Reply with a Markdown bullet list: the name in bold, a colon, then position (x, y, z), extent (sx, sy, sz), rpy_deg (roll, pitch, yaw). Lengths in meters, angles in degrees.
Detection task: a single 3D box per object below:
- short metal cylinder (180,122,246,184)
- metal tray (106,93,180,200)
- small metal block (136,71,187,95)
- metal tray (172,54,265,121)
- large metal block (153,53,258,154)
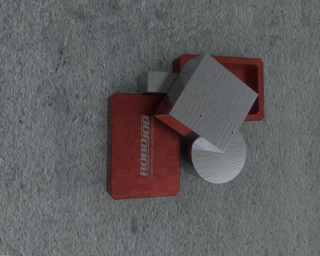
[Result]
- **short metal cylinder**: position (0.069, 0.032, 0.422), extent (0.081, 0.050, 0.080), rpy_deg (0, 90, -20)
- **metal tray**: position (-0.021, 0.022, 0.401), extent (0.091, 0.030, 0.129), rpy_deg (1, 90, -20)
- **small metal block**: position (0.001, -0.055, 0.397), extent (0.050, 0.050, 0.025), rpy_deg (1, 90, -20)
- **metal tray**: position (0.084, -0.054, 0.439), extent (0.131, 0.030, 0.089), rpy_deg (-2, 91, -20)
- **large metal block**: position (0.053, -0.027, 0.362), extent (0.080, 0.050, 0.080), rpy_deg (34, 79, -17)
